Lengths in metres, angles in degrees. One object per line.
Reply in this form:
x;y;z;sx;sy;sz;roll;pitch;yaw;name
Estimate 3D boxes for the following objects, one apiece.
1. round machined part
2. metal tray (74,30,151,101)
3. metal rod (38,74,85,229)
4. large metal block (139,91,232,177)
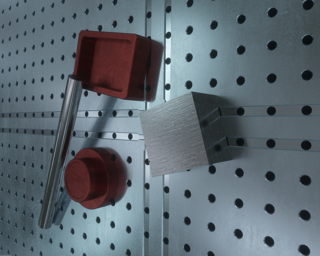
-0.115;0.080;0.490;0.098;0.042;0.097;0;90;39;round machined part
-0.077;-0.096;0.467;0.130;0.030;0.089;17;101;38;metal tray
-0.171;0.053;0.526;0.025;0.025;0.298;36;118;34;metal rod
0.028;0.010;0.368;0.080;0.050;0.080;-20;78;38;large metal block
